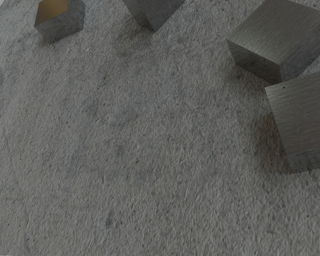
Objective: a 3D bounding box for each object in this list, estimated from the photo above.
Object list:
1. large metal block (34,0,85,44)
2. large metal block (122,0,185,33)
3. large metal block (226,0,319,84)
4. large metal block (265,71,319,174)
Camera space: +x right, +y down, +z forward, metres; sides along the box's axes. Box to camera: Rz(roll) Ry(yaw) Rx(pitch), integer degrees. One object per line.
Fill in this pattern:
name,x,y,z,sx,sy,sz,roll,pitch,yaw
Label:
large metal block,-0.204,-0.232,0.638,0.080,0.050,0.080,-18,55,18
large metal block,-0.013,-0.221,0.512,0.080,0.080,0.050,-49,51,-6
large metal block,0.143,-0.105,0.377,0.080,0.050,0.080,-45,51,-3
large metal block,0.159,-0.008,0.309,0.080,0.050,0.080,-17,55,18
